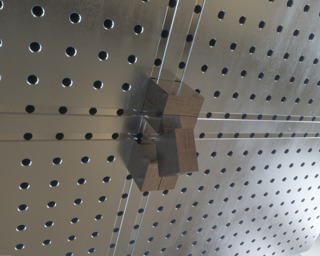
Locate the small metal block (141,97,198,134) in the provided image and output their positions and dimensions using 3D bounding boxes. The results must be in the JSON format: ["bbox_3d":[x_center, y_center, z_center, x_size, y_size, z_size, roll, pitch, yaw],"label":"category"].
[{"bbox_3d":[0.011,-0.016,0.392,0.050,0.050,0.025,2,118,-30],"label":"small metal block"}]

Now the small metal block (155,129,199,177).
[{"bbox_3d":[0.019,0.031,0.372,0.025,0.050,0.050,1,76,-28],"label":"small metal block"}]

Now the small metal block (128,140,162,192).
[{"bbox_3d":[-0.018,0.050,0.417,0.025,0.050,0.050,1,118,-30],"label":"small metal block"}]

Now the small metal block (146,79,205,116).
[{"bbox_3d":[0.018,-0.038,0.382,0.050,0.050,0.025,2,118,-30],"label":"small metal block"}]

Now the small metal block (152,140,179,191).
[{"bbox_3d":[0.004,0.050,0.429,0.025,0.050,0.050,1,118,-30],"label":"small metal block"}]
